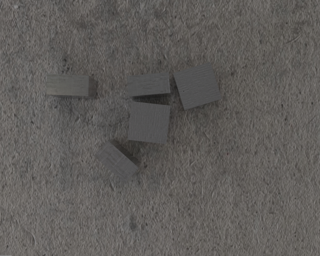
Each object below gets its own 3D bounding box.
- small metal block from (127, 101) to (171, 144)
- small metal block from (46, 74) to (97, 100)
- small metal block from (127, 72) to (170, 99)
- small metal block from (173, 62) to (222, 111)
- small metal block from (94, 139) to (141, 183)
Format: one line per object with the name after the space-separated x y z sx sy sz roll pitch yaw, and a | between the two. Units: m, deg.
-0.014 -0.007 0.410 0.050 0.025 0.050 6 90 0 | small metal block
-0.111 -0.052 0.396 0.050 0.050 0.025 2 90 0 | small metal block
-0.014 -0.053 0.397 0.050 0.050 0.025 -5 90 0 | small metal block
0.048 -0.054 0.410 0.050 0.025 0.050 -17 90 0 | small metal block
-0.052 0.040 0.397 0.050 0.050 0.025 42 90 0 | small metal block
